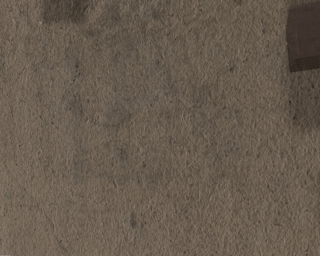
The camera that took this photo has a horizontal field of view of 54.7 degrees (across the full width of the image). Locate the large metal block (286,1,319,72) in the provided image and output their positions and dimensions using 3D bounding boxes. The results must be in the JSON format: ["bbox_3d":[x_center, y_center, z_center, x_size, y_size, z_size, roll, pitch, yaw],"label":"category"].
[{"bbox_3d":[0.177,-0.094,0.318,0.080,0.080,0.050,-6,88,19],"label":"large metal block"}]
